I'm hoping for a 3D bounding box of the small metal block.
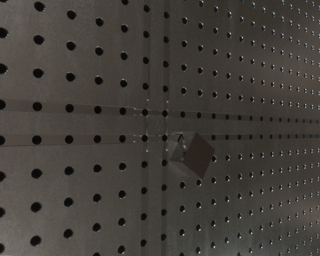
[{"bbox_3d":[0.048,0.040,0.452,0.050,0.025,0.050,41,65,-33],"label":"small metal block"}]
